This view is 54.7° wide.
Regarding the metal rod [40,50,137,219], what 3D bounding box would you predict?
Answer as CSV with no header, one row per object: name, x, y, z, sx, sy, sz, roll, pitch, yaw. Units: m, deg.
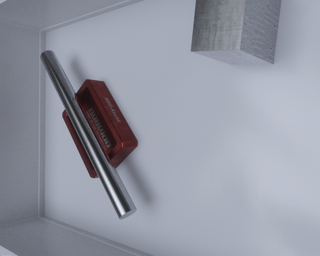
metal rod,-0.114,-0.005,0.458,0.025,0.025,0.299,-47,62,29

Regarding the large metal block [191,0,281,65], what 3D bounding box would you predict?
large metal block,0.078,-0.109,0.306,0.050,0.081,0.079,9,96,39

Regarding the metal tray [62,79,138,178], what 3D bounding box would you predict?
metal tray,-0.097,0.000,0.481,0.090,0.030,0.130,-46,63,30
